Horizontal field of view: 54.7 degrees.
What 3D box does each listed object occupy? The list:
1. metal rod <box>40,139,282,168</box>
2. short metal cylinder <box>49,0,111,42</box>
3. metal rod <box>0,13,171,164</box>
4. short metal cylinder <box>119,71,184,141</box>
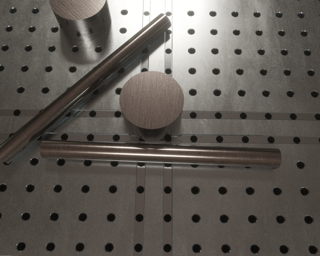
[{"bbox_3d":[0.001,0.033,0.399,0.302,0.025,0.025,2,70,0],"label":"metal rod"},{"bbox_3d":[-0.116,-0.177,0.462,0.081,0.050,0.080,0,70,0],"label":"short metal cylinder"},{"bbox_3d":[-0.097,-0.063,0.433,0.025,0.025,0.301,43,75,13],"label":"metal rod"},{"bbox_3d":[-0.010,-0.028,0.409,0.081,0.050,0.080,0,70,-1],"label":"short metal cylinder"}]
